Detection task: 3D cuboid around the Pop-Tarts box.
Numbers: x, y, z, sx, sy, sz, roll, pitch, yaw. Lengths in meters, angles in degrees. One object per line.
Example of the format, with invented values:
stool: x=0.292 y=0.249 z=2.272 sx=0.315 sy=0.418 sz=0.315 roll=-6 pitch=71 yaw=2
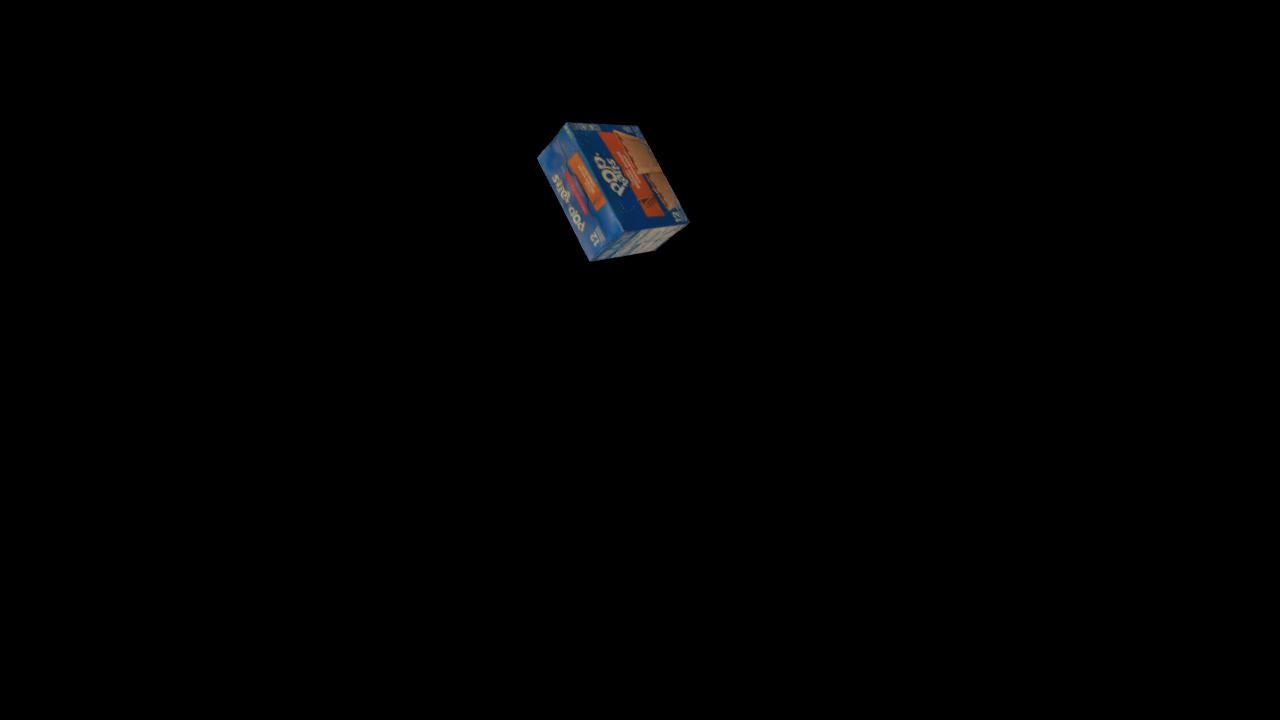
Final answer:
Pop-Tarts box: x=-0.035 y=-0.234 z=0.850 sx=0.141 sy=0.167 sz=0.083 roll=-19 pitch=-11 yaw=-45
